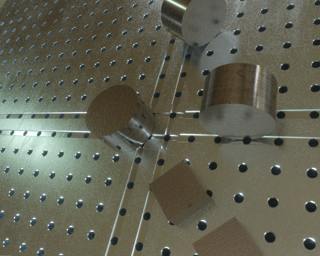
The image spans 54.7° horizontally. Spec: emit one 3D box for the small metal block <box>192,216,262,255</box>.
[{"bbox_3d":[0.068,0.123,0.297,0.050,0.025,0.050,-35,51,5],"label":"small metal block"}]

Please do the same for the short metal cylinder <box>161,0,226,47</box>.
[{"bbox_3d":[0.049,-0.166,0.449,0.080,0.080,0.050,-43,51,-2],"label":"short metal cylinder"}]

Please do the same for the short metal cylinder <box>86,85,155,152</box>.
[{"bbox_3d":[-0.054,-0.013,0.429,0.080,0.050,0.080,-14,56,21],"label":"short metal cylinder"}]

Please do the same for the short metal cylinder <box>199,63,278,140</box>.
[{"bbox_3d":[0.087,-0.027,0.344,0.080,0.080,0.050,-1,61,27],"label":"short metal cylinder"}]

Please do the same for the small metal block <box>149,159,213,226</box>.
[{"bbox_3d":[0.023,0.073,0.351,0.050,0.025,0.050,-36,51,4],"label":"small metal block"}]
